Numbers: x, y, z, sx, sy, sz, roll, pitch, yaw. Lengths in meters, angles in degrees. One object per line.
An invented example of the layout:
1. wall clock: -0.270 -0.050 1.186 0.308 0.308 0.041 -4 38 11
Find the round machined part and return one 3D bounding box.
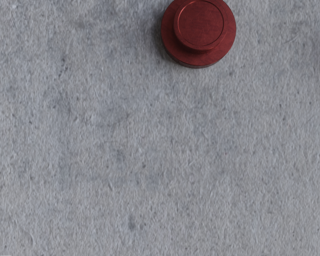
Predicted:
1. round machined part: 0.050 -0.129 0.402 0.099 0.042 0.097 0 90 -1
